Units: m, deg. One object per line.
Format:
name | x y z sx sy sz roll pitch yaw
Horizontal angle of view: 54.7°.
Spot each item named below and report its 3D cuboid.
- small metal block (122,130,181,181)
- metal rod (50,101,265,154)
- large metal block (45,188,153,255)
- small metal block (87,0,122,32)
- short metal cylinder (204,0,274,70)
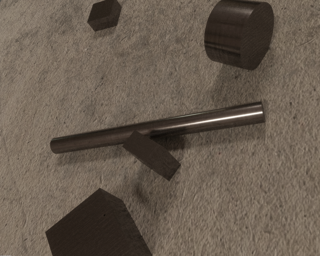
small metal block | -0.009 0.033 0.371 0.050 0.050 0.025 29 78 37
metal rod | -0.019 0.004 0.409 0.301 0.025 0.025 -9 58 22
large metal block | -0.069 0.129 0.344 0.080 0.050 0.080 -39 51 1
small metal block | -0.105 -0.216 0.589 0.050 0.025 0.050 -6 59 25
short metal cylinder | 0.100 -0.118 0.388 0.050 0.080 0.080 25 75 36
